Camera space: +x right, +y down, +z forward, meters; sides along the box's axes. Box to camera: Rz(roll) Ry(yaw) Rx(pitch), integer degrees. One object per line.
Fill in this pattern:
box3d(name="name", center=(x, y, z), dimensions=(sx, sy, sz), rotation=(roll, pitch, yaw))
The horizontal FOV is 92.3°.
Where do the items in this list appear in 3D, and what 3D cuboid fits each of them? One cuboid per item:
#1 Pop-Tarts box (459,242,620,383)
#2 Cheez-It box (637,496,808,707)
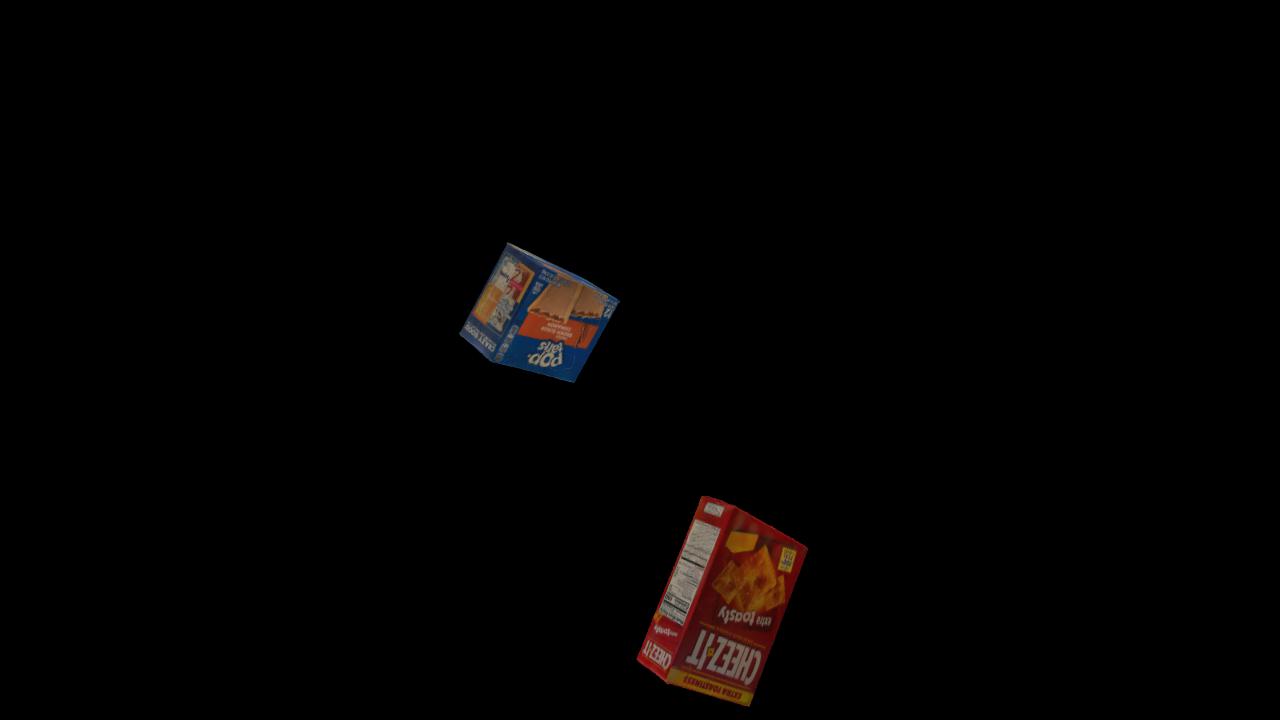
box3d(name="Pop-Tarts box", center=(-0.133, -0.059, 0.847), dimensions=(0.083, 0.141, 0.167), rotation=(36, 9, 35))
box3d(name="Cheez-It box", center=(0.112, 0.314, 0.802), dimensions=(0.166, 0.223, 0.071), rotation=(34, -17, -31))
